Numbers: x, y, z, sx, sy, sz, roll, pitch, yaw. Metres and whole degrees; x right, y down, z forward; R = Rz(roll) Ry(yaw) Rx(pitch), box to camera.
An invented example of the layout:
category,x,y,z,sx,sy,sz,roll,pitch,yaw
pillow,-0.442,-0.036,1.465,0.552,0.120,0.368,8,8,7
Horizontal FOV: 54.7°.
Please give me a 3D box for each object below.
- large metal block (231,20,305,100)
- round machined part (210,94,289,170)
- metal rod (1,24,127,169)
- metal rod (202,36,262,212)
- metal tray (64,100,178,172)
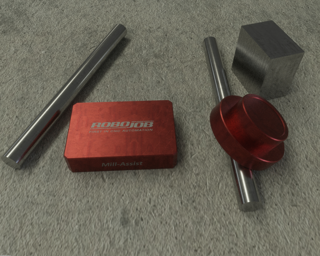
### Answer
category,x,y,z,sx,sy,sz,roll,pitch,yaw
large metal block,0.151,-0.096,0.451,0.050,0.080,0.080,-14,52,-12
round machined part,0.112,-0.002,0.368,0.099,0.042,0.098,21,45,-22
metal rod,-0.123,-0.066,0.456,0.025,0.025,0.301,17,52,13
metal rod,0.091,-0.030,0.429,0.025,0.025,0.300,-2,50,-2
metal tray,-0.047,0.008,0.393,0.131,0.030,0.090,-2,50,-2
